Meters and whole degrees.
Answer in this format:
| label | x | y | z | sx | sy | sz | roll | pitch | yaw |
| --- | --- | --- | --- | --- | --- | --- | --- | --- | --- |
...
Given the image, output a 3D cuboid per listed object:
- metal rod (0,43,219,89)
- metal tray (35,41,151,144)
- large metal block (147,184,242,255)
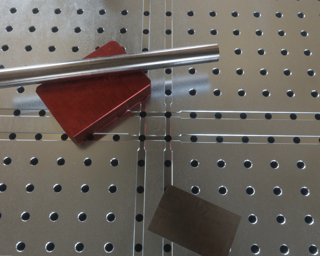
| label | x | y | z | sx | sy | sz | roll | pitch | yaw |
| --- | --- | --- | --- | --- | --- | --- | --- | --- | --- |
| metal rod | -0.073 | -0.082 | 0.408 | 0.302 | 0.025 | 0.025 | -8 | 70 | -4 |
| metal tray | -0.089 | -0.052 | 0.427 | 0.131 | 0.030 | 0.090 | -36 | 74 | -13 |
| large metal block | 0.034 | 0.107 | 0.344 | 0.080 | 0.080 | 0.050 | 23 | 72 | 8 |
